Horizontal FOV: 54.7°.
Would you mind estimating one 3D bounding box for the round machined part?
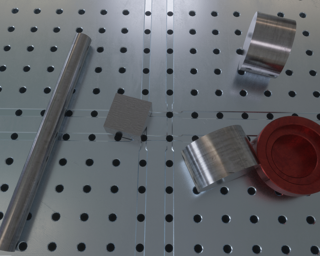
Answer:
[{"bbox_3d":[0.165,0.037,0.390,0.099,0.042,0.098,0,70,0],"label":"round machined part"}]

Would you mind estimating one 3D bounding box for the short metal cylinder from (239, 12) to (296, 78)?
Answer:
[{"bbox_3d":[0.145,-0.113,0.425,0.050,0.080,0.080,15,71,5],"label":"short metal cylinder"}]

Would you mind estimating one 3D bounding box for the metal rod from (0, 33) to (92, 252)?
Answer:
[{"bbox_3d":[-0.147,0.004,0.409,0.025,0.025,0.299,12,70,4],"label":"metal rod"}]

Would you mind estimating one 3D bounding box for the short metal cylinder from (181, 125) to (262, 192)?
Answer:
[{"bbox_3d":[0.072,0.037,0.369,0.080,0.080,0.050,-21,72,-8],"label":"short metal cylinder"}]

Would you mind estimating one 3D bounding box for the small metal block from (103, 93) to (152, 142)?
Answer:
[{"bbox_3d":[-0.042,-0.014,0.417,0.050,0.025,0.050,15,71,5],"label":"small metal block"}]
